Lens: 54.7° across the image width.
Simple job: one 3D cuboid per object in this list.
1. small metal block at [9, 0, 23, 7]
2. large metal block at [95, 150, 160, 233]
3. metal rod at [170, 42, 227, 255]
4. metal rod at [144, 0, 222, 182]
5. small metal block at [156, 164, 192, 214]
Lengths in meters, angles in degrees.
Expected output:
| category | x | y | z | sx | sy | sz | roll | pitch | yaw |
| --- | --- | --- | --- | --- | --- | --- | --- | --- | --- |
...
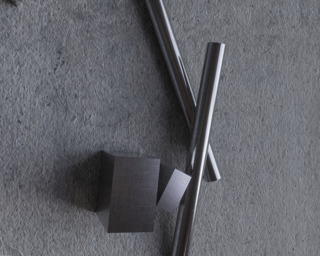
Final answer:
| category | x | y | z | sx | sy | sz | roll | pitch | yaw |
| --- | --- | --- | --- | --- | --- | --- | --- | --- | --- |
| small metal block | -0.168 | -0.176 | 0.347 | 0.050 | 0.025 | 0.050 | 37 | 78 | -17 |
| large metal block | -0.041 | 0.071 | 0.366 | 0.050 | 0.080 | 0.080 | 6 | 88 | -20 |
| metal rod | 0.048 | 0.040 | 0.406 | 0.025 | 0.025 | 0.298 | 7 | 96 | -20 |
| metal rod | 0.027 | -0.069 | 0.419 | 0.025 | 0.025 | 0.298 | -22 | 98 | -19 |
| small metal block | 0.009 | 0.077 | 0.400 | 0.025 | 0.050 | 0.050 | 30 | 80 | -18 |
